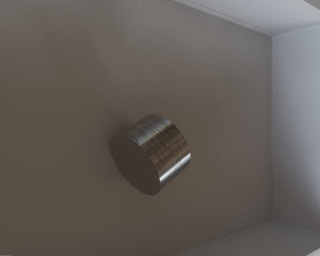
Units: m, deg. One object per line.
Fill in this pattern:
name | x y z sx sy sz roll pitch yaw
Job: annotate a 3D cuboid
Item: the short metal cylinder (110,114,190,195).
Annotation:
short metal cylinder | -0.012 0.030 0.360 0.050 0.080 0.080 -35 112 -34
